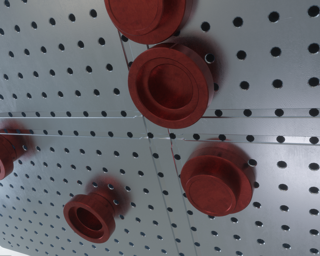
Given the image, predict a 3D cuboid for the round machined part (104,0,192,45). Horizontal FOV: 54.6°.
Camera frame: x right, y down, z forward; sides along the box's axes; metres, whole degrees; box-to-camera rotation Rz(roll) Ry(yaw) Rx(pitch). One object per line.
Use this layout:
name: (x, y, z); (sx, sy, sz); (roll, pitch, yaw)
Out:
round machined part: (-0.019, -0.136, 0.327); (0.098, 0.042, 0.097); (13, 124, 21)

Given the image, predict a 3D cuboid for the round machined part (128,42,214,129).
round machined part: (0.015, -0.051, 0.361); (0.098, 0.042, 0.097); (13, 124, 21)

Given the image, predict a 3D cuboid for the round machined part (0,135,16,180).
round machined part: (-0.322, 0.050, 0.603); (0.098, 0.042, 0.097); (13, 124, 21)

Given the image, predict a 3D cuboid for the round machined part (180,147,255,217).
round machined part: (0.072, 0.078, 0.411); (0.098, 0.042, 0.097); (13, 124, 21)

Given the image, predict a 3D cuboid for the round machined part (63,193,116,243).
round machined part: (-0.122, 0.158, 0.564); (0.098, 0.042, 0.097); (13, 124, 21)
